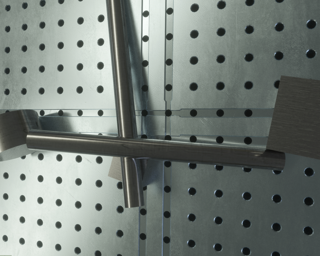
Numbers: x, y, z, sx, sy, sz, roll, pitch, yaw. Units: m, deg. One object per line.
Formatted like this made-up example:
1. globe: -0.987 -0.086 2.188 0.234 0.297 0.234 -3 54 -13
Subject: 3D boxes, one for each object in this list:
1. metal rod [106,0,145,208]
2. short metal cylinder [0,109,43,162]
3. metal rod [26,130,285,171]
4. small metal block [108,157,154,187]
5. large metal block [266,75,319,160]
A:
1. metal rod: -0.048 -0.048 0.411 0.025 0.025 0.298 -10 80 19
2. short metal cylinder: -0.214 0.012 0.457 0.080 0.080 0.050 -25 82 18
3. metal rod: -0.007 0.026 0.371 0.302 0.025 0.025 5 92 3
4. small metal block: -0.038 0.049 0.425 0.050 0.025 0.050 18 96 18
5. large metal block: 0.167 -0.009 0.341 0.080 0.050 0.079 12 94 19
